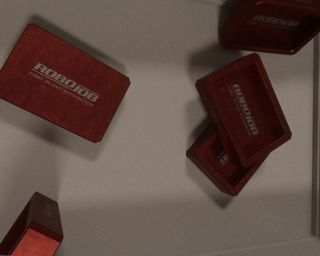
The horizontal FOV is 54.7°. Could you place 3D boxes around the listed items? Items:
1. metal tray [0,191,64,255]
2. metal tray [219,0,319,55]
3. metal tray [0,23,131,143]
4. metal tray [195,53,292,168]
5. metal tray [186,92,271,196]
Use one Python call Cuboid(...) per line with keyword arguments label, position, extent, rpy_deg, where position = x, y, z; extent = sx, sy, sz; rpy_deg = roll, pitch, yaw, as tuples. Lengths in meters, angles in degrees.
Cuboid(label="metal tray", position=(-0.137, 0.120, 0.305), extent=(0.030, 0.130, 0.090), rpy_deg=(35, 79, -17))
Cuboid(label="metal tray", position=(0.162, -0.146, 0.435), extent=(0.131, 0.090, 0.030), rpy_deg=(0, 65, -21))
Cuboid(label="metal tray", position=(-0.113, -0.049, 0.367), extent=(0.131, 0.030, 0.090), rpy_deg=(28, 81, -18))
Cuboid(label="metal tray", position=(0.115, -0.024, 0.419), extent=(0.091, 0.030, 0.129), rpy_deg=(-29, 100, -18))
Cuboid(label="metal tray", position=(0.112, 0.021, 0.450), extent=(0.090, 0.030, 0.130), rpy_deg=(46, 75, -15))
